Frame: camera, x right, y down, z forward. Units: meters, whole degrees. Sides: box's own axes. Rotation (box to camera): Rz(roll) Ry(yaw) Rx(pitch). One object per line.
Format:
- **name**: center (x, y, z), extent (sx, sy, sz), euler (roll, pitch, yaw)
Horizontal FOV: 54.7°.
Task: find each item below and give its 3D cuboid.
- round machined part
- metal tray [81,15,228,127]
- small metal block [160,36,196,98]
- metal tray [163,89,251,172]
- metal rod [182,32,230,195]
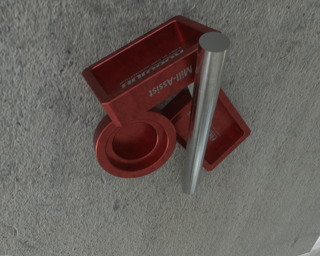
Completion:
- **round machined part**: center (-0.033, 0.011, 0.383), extent (0.099, 0.042, 0.097), euler (-11, 125, -15)
- **metal tray**: center (-0.009, -0.065, 0.322), extent (0.131, 0.090, 0.030), euler (-33, 129, -8)
- **small metal block**: center (0.029, -0.070, 0.360), extent (0.025, 0.050, 0.050), euler (-35, 144, -2)
- **metal tray**: center (0.066, -0.003, 0.441), extent (0.090, 0.030, 0.130), euler (-44, 130, 2)
- **metal rod**: center (0.046, 0.013, 0.374), extent (0.025, 0.025, 0.299), euler (-24, 149, -14)
